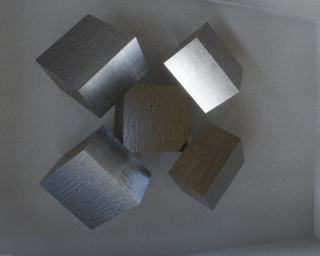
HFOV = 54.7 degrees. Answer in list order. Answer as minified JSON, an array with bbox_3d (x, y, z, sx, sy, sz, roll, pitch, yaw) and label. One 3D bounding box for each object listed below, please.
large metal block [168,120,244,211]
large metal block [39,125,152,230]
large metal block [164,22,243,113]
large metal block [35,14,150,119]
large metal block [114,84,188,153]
[{"bbox_3d":[0.063,0.050,0.395,0.080,0.050,0.080,-54,151,-13],"label":"large metal block"},{"bbox_3d":[-0.071,0.057,0.348,0.080,0.050,0.080,-34,106,29],"label":"large metal block"},{"bbox_3d":[0.059,-0.079,0.395,0.080,0.050,0.080,48,32,-13],"label":"large metal block"},{"bbox_3d":[-0.073,-0.070,0.344,0.080,0.080,0.050,-48,148,-14],"label":"large metal block"},{"bbox_3d":[-0.012,-0.011,0.390,0.081,0.050,0.080,1,90,-20],"label":"large metal block"}]
